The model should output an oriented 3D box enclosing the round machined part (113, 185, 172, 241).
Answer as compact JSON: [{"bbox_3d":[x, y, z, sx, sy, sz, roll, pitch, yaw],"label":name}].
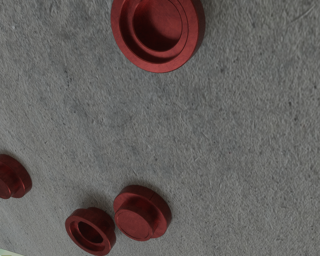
[{"bbox_3d":[-0.034,0.144,0.503,0.098,0.042,0.097,13,124,21],"label":"round machined part"}]

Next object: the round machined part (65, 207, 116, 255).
[{"bbox_3d":[-0.123,0.187,0.577,0.098,0.042,0.097,13,124,21],"label":"round machined part"}]

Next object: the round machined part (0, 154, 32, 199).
[{"bbox_3d":[-0.313,0.105,0.626,0.098,0.042,0.097,13,124,21],"label":"round machined part"}]

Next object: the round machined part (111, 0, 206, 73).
[{"bbox_3d":[0.001,-0.111,0.326,0.098,0.042,0.097,13,124,21],"label":"round machined part"}]
